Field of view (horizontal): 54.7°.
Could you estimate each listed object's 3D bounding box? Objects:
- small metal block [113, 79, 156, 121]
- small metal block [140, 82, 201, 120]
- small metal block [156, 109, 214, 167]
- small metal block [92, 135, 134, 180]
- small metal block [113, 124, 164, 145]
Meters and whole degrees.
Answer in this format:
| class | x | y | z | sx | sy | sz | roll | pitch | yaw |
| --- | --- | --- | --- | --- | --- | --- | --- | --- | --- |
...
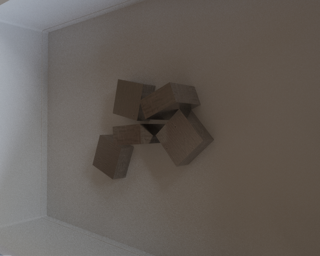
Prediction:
| class | x | y | z | sx | sy | sz | roll | pitch | yaw |
| --- | --- | --- | --- | --- | --- | --- | --- | --- | --- |
| small metal block | -0.037 | -0.040 | 0.438 | 0.050 | 0.025 | 0.050 | 17 | 101 | 38 |
| small metal block | 0.013 | -0.031 | 0.380 | 0.050 | 0.050 | 0.025 | -27 | 73 | 37 |
| small metal block | 0.030 | 0.012 | 0.383 | 0.050 | 0.025 | 0.050 | -49 | 61 | 29 |
| small metal block | -0.071 | 0.042 | 0.466 | 0.050 | 0.025 | 0.050 | 26 | 107 | 37 |
| small metal block | -0.027 | 0.009 | 0.413 | 0.050 | 0.050 | 0.025 | -5 | 87 | 40 |
